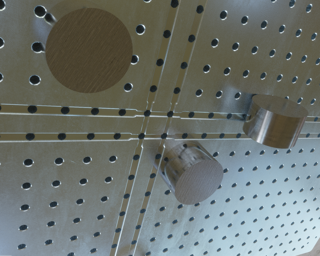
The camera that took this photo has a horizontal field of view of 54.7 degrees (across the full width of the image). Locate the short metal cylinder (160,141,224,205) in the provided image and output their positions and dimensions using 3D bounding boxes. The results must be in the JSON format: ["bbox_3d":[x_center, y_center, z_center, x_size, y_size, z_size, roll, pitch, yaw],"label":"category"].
[{"bbox_3d":[0.047,0.067,0.462,0.081,0.050,0.079,-14,124,-21],"label":"short metal cylinder"}]

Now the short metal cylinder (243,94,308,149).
[{"bbox_3d":[0.170,-0.012,0.461,0.081,0.080,0.050,-4,120,-27],"label":"short metal cylinder"}]

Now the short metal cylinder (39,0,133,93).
[{"bbox_3d":[-0.074,-0.081,0.305,0.081,0.050,0.079,-14,124,-21],"label":"short metal cylinder"}]
